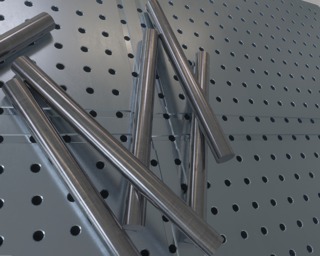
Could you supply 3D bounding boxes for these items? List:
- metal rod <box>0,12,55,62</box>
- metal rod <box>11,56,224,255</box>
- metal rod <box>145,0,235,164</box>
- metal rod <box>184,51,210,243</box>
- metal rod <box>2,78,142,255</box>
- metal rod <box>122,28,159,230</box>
[{"bbox_3d":[-0.220,-0.049,0.319,0.025,0.025,0.301,39,51,-2],"label":"metal rod"},{"bbox_3d":[-0.054,0.023,0.339,0.300,0.025,0.025,42,51,10],"label":"metal rod"},{"bbox_3d":[0.034,-0.085,0.456,0.025,0.025,0.299,-3,57,-30],"label":"metal rod"},{"bbox_3d":[0.055,0.004,0.434,0.025,0.025,0.300,19,54,-17],"label":"metal rod"},{"bbox_3d":[-0.077,0.070,0.323,0.025,0.025,0.300,-29,78,-37],"label":"metal rod"},{"bbox_3d":[-0.021,-0.021,0.408,0.025,0.025,0.300,16,55,-19],"label":"metal rod"}]
